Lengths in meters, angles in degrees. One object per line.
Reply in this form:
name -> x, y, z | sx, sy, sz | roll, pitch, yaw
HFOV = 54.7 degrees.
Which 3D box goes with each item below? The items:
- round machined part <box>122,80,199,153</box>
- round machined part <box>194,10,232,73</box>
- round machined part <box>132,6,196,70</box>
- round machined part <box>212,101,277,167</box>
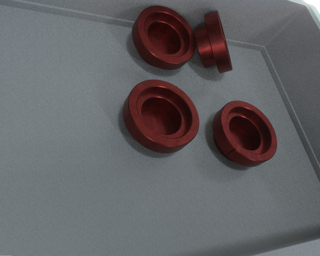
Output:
round machined part -> -0.002, -0.011, 0.402 | 0.099, 0.042, 0.098 | 14, 56, -21
round machined part -> 0.085, -0.136, 0.504 | 0.098, 0.042, 0.097 | -14, 90, -73
round machined part -> 0.003, -0.132, 0.471 | 0.099, 0.042, 0.098 | 10, 67, -25
round machined part -> 0.118, 0.012, 0.453 | 0.099, 0.042, 0.098 | 14, 56, -21
